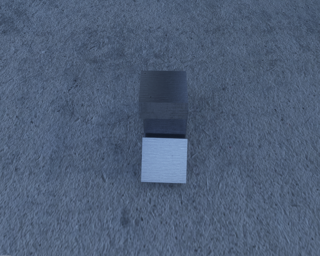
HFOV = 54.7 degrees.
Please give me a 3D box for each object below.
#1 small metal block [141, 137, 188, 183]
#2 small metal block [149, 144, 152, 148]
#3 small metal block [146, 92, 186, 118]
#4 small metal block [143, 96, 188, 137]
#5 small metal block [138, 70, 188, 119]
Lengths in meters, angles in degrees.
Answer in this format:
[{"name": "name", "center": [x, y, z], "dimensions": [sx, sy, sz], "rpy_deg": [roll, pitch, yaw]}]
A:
[{"name": "small metal block", "center": [0.005, 0.036, 0.358], "dimensions": [0.050, 0.025, 0.050], "rpy_deg": [2, 91, 1]}, {"name": "small metal block", "center": [0.006, 0.011, 0.396], "dimensions": [0.050, 0.025, 0.050], "rpy_deg": [2, 50, 1]}, {"name": "small metal block", "center": [0.009, -0.032, 0.416], "dimensions": [0.050, 0.025, 0.050], "rpy_deg": [2, 14, 1]}, {"name": "small metal block", "center": [0.006, -0.013, 0.366], "dimensions": [0.050, 0.050, 0.025], "rpy_deg": [2, 50, 1]}, {"name": "small metal block", "center": [0.004, -0.037, 0.338], "dimensions": [0.050, 0.025, 0.050], "rpy_deg": [1, 50, 0]}]
